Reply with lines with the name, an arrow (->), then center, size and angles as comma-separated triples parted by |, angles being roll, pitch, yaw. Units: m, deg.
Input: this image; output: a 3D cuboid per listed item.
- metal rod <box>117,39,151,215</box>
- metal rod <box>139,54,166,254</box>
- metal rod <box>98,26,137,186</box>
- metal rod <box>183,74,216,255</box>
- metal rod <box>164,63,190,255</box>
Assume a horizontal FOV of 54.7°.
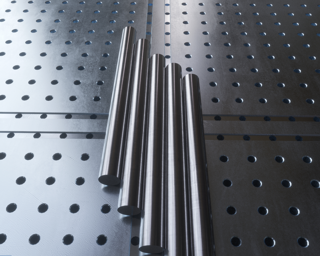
metal rod -> -0.031, -0.026, 0.428 | 0.025, 0.025, 0.300 | 1, 50, 0
metal rod -> -0.006, 0.005, 0.402 | 0.025, 0.025, 0.300 | 1, 50, 0
metal rod -> -0.056, -0.055, 0.452 | 0.025, 0.025, 0.300 | 1, 50, 0
metal rod -> 0.044, 0.042, 0.372 | 0.025, 0.025, 0.300 | 1, 50, 0
metal rod -> 0.019, 0.022, 0.388 | 0.025, 0.025, 0.300 | 1, 50, 0
